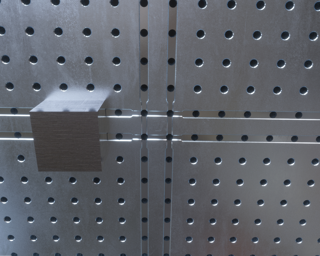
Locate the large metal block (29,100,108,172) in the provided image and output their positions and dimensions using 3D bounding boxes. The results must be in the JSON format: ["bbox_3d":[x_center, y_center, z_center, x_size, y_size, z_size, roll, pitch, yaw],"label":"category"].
[{"bbox_3d":[-0.114,0.009,0.403,0.080,0.050,0.079,0,110,0],"label":"large metal block"}]
